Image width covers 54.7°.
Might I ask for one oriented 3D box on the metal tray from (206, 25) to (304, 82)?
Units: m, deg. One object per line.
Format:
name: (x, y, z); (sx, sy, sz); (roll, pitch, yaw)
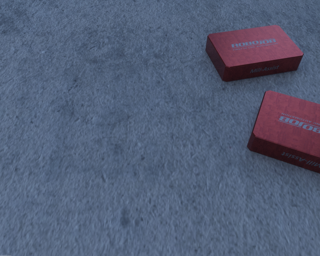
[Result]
metal tray: (0.151, -0.125, 0.507); (0.131, 0.030, 0.090); (-10, 51, -9)

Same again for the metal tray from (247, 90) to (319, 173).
metal tray: (0.188, 0.007, 0.397); (0.130, 0.030, 0.090); (19, 52, 14)
